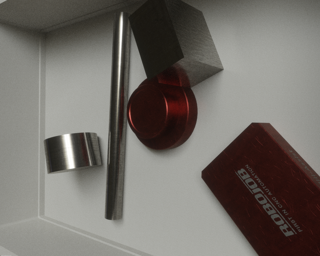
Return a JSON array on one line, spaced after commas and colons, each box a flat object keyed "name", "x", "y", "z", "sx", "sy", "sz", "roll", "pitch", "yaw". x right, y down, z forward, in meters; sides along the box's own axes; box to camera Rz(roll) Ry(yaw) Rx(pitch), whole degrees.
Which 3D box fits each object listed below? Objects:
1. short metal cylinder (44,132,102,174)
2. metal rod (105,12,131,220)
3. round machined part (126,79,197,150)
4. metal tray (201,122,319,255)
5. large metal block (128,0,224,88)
[{"name": "short metal cylinder", "x": -0.134, "y": 0.040, "z": 0.479, "sx": 0.080, "sy": 0.081, "sz": 0.050, "roll": -16, "pitch": 80, "yaw": 38}, {"name": "metal rod", "x": -0.062, "y": -0.016, "z": 0.455, "sx": 0.025, "sy": 0.025, "sz": 0.298, "roll": 5, "pitch": 93, "yaw": 39}, {"name": "round machined part", "x": -0.005, "y": -0.020, "z": 0.398, "sx": 0.098, "sy": 0.042, "sz": 0.097, "roll": 0, "pitch": 90, "yaw": 39}, {"name": "metal tray", "x": 0.112, "y": 0.069, "z": 0.310, "sx": 0.090, "sy": 0.030, "sz": 0.130, "roll": -50, "pitch": 61, "yaw": 28}, {"name": "large metal block", "x": 0.020, "y": -0.096, "z": 0.353, "sx": 0.050, "sy": 0.081, "sz": 0.080, "roll": -27, "pitch": 73, "yaw": 36}]
